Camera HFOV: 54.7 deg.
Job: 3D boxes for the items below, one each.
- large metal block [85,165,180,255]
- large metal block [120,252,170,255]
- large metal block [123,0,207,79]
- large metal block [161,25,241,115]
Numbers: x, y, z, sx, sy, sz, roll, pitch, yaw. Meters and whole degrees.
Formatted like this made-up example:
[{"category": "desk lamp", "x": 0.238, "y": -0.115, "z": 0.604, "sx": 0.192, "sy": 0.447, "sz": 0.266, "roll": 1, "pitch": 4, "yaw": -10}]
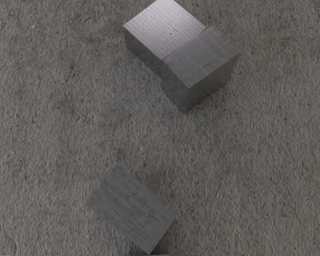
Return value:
[{"category": "large metal block", "x": -0.027, "y": 0.093, "z": 0.345, "sx": 0.080, "sy": 0.080, "sz": 0.050, "roll": 35, "pitch": 74, "yaw": 11}, {"category": "large metal block", "x": -0.014, "y": 0.171, "z": 0.316, "sx": 0.050, "sy": 0.080, "sz": 0.080, "roll": -3, "pitch": 70, "yaw": -1}, {"category": "large metal block", "x": 0.007, "y": -0.129, "z": 0.442, "sx": 0.080, "sy": 0.050, "sz": 0.080, "roll": -42, "pitch": 75, "yaw": -14}, {"category": "large metal block", "x": 0.049, "y": -0.073, "z": 0.406, "sx": 0.080, "sy": 0.080, "sz": 0.050, "roll": -36, "pitch": 74, "yaw": -12}]
